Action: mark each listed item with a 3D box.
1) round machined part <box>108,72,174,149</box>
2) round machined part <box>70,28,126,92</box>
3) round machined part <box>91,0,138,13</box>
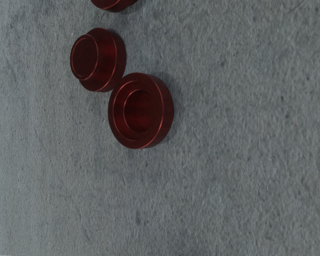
[{"bbox_3d":[-0.020,-0.022,0.409,0.098,0.042,0.097,0,90,39],"label":"round machined part"},{"bbox_3d":[-0.101,-0.105,0.474,0.098,0.042,0.097,0,90,39],"label":"round machined part"},{"bbox_3d":[-0.057,-0.213,0.438,0.098,0.042,0.097,0,90,39],"label":"round machined part"}]
